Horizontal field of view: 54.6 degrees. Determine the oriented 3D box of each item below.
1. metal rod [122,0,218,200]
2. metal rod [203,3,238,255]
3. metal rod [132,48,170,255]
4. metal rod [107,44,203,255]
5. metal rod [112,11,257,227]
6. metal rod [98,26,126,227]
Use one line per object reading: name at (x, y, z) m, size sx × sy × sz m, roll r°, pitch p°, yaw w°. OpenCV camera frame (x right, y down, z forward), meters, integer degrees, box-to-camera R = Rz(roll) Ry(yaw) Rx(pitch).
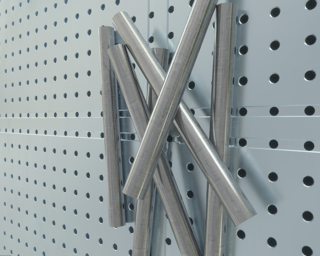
metal rod at (0.024, -0.068, 0.339) m, size 0.025 × 0.025 × 0.299 m, roll 18°, pitch 85°, yaw 39°
metal rod at (0.069, 0.013, 0.353) m, size 0.025 × 0.025 × 0.298 m, roll 4°, pitch 93°, yaw 40°
metal rod at (-0.014, 0.044, 0.421) m, size 0.025 × 0.025 × 0.298 m, roll 9°, pitch 96°, yaw 40°
metal rod at (-0.005, 0.035, 0.389) m, size 0.025 × 0.025 × 0.299 m, roll -25°, pitch 82°, yaw 37°
metal rod at (0.016, -0.028, 0.363) m, size 0.025 × 0.025 × 0.299 m, roll -45°, pitch 63°, yaw 31°
metal rod at (-0.073, -0.004, 0.471) m, size 0.025 × 0.025 × 0.299 m, roll -6°, pitch 86°, yaw 40°
